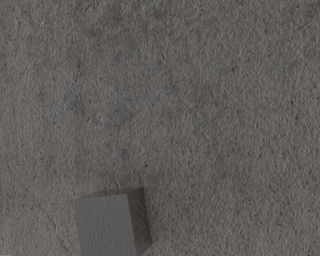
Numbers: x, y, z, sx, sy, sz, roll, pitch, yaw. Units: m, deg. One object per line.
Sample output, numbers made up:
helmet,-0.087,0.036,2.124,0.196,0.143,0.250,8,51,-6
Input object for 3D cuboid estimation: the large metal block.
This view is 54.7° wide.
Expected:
large metal block,-0.063,0.127,0.418,0.080,0.050,0.080,-11,86,19
